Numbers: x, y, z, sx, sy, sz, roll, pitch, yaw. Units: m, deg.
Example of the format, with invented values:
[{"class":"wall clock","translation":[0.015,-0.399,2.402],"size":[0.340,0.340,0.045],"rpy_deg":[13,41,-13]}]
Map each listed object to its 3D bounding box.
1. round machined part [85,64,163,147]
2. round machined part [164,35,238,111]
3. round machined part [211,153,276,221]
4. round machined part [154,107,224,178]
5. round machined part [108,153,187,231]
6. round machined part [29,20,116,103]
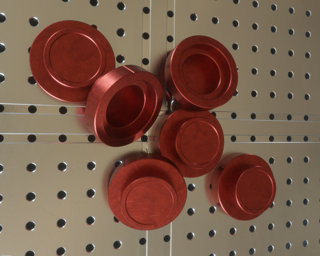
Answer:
[{"class":"round machined part","translation":[-0.046,-0.030,0.369],"size":[0.099,0.042,0.097],"rpy_deg":[-30,138,-30]},{"class":"round machined part","translation":[0.051,-0.070,0.417],"size":[0.099,0.042,0.098],"rpy_deg":[4,80,-21]},{"class":"round machined part","translation":[0.128,0.086,0.450],"size":[0.099,0.042,0.097],"rpy_deg":[0,90,-20]},{"class":"round machined part","translation":[0.045,0.019,0.420],"size":[0.099,0.042,0.097],"rpy_deg":[0,90,-20]},{"class":"round machined part","translation":[-0.015,0.084,0.383],"size":[0.099,0.042,0.097],"rpy_deg":[-2,103,-7]},{"class":"round machined part","translation":[-0.101,-0.079,0.366],"size":[0.099,0.042,0.097],"rpy_deg":[0,90,-20]}]
